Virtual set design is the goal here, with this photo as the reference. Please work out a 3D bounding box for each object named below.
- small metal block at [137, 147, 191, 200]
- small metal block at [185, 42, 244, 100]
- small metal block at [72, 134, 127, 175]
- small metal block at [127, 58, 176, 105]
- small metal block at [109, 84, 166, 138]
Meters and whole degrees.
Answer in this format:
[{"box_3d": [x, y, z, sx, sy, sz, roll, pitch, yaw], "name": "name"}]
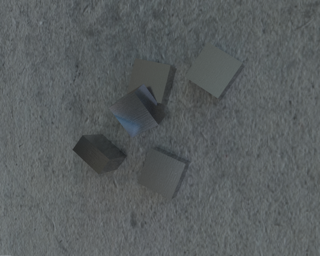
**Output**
[{"box_3d": [0.005, 0.058, 0.406, 0.050, 0.025, 0.050, 24, 98, 18], "name": "small metal block"}, {"box_3d": [0.068, -0.070, 0.385, 0.050, 0.025, 0.050, 37, 101, 16], "name": "small metal block"}, {"box_3d": [-0.081, 0.034, 0.423, 0.050, 0.050, 0.025, 40, 103, 15], "name": "small metal block"}, {"box_3d": [-0.011, -0.062, 0.412, 0.050, 0.025, 0.050, 15, 95, 19], "name": "small metal block"}, {"box_3d": [-0.029, -0.021, 0.401, 0.050, 0.025, 0.050, -26, 107, 38], "name": "small metal block"}]
